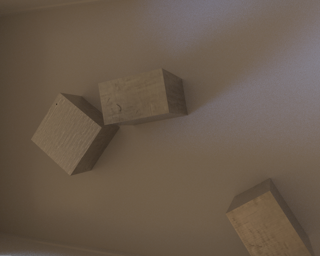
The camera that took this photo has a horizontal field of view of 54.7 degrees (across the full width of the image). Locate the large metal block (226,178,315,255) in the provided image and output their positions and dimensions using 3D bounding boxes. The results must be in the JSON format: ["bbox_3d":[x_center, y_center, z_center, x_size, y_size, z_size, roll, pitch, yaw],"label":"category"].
[{"bbox_3d":[0.120,0.108,0.339,0.050,0.080,0.080,-34,79,17],"label":"large metal block"}]

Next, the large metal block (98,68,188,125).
[{"bbox_3d":[-0.018,-0.035,0.387,0.080,0.080,0.050,-10,87,19],"label":"large metal block"}]

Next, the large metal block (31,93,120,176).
[{"bbox_3d":[-0.119,0.008,0.438,0.080,0.050,0.080,38,102,15],"label":"large metal block"}]
